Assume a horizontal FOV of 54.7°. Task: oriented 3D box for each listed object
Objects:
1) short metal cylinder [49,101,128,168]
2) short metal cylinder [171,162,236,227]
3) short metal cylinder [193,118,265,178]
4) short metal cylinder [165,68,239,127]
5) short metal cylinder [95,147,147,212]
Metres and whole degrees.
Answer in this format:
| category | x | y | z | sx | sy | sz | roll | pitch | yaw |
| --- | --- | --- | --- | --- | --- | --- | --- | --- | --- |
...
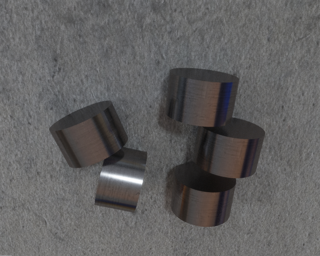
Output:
| category | x | y | z | sx | sy | sz | roll | pitch | yaw |
| --- | --- | --- | --- | --- | --- | --- | --- | --- | --- |
| short metal cylinder | -0.086 | 0.006 | 0.382 | 0.080 | 0.080 | 0.050 | -20 | 109 | 7 |
| short metal cylinder | 0.057 | 0.086 | 0.413 | 0.081 | 0.080 | 0.050 | 4 | 110 | -2 |
| short metal cylinder | 0.085 | 0.021 | 0.390 | 0.081 | 0.080 | 0.050 | 6 | 110 | -3 |
| short metal cylinder | 0.049 | -0.039 | 0.367 | 0.081 | 0.080 | 0.050 | 5 | 110 | -3 |
| short metal cylinder | -0.050 | 0.065 | 0.404 | 0.050 | 0.080 | 0.079 | 13 | 110 | -5 |
